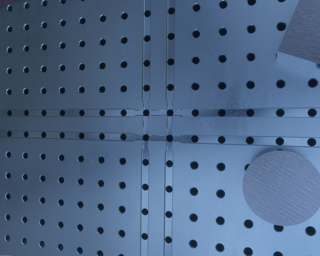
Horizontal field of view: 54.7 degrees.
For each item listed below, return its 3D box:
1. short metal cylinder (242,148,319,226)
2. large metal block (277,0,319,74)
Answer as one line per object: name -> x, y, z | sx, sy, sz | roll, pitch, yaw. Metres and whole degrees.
short metal cylinder -> 0.137, 0.064, 0.351 | 0.080, 0.050, 0.079 | 0, 90, 20
large metal block -> 0.183, -0.103, 0.335 | 0.080, 0.050, 0.080 | 24, 98, 18
